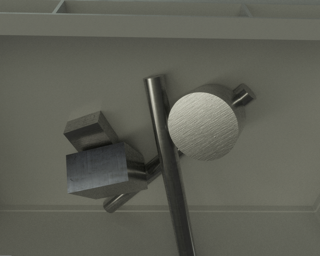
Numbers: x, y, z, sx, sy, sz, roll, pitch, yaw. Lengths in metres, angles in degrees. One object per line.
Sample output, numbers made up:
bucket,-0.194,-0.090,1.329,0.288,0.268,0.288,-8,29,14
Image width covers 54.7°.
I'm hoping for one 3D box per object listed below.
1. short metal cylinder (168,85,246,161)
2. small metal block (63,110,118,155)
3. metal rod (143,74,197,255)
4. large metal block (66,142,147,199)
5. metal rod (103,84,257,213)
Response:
short metal cylinder,0.056,-0.008,0.364,0.080,0.050,0.079,8,110,22
small metal block,-0.092,0.010,0.416,0.050,0.025,0.050,-17,128,14
metal rod,0.020,0.081,0.401,0.025,0.025,0.298,-9,106,7
large metal block,-0.070,0.061,0.422,0.080,0.050,0.080,-13,159,10
metal rod,0.011,0.044,0.446,0.025,0.025,0.299,32,123,-25
